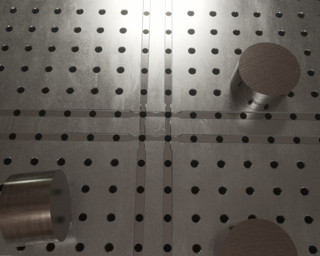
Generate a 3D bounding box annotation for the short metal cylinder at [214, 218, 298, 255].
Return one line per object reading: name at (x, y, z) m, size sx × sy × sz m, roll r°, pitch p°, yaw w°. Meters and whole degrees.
short metal cylinder at (0.105, 0.144, 0.347) m, size 0.081 × 0.050 × 0.080 m, roll 0°, pitch 70°, yaw 0°

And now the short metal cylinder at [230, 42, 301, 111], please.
short metal cylinder at (0.142, -0.069, 0.426) m, size 0.081 × 0.050 × 0.080 m, roll 0°, pitch 70°, yaw 0°

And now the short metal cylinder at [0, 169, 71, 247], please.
short metal cylinder at (-0.136, 0.089, 0.348) m, size 0.050 × 0.080 × 0.080 m, roll -6°, pitch 70°, yaw -2°
